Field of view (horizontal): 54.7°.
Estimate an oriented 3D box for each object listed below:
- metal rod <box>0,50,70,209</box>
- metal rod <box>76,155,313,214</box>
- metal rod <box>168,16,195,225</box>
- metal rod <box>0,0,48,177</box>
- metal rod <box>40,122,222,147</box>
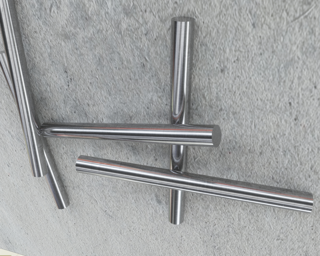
[{"bbox_3d":[-0.208,0.017,0.527,0.025,0.025,0.298,5,121,26],"label":"metal rod"},{"bbox_3d":[0.033,0.070,0.402,0.301,0.025,0.025,8,122,13],"label":"metal rod"},{"bbox_3d":[0.025,0.013,0.401,0.025,0.025,0.298,13,124,21],"label":"metal rod"},{"bbox_3d":[-0.205,-0.057,0.462,0.025,0.025,0.298,11,118,22],"label":"metal rod"},{"bbox_3d":[-0.062,0.006,0.422,0.300,0.025,0.025,1,119,35],"label":"metal rod"}]
